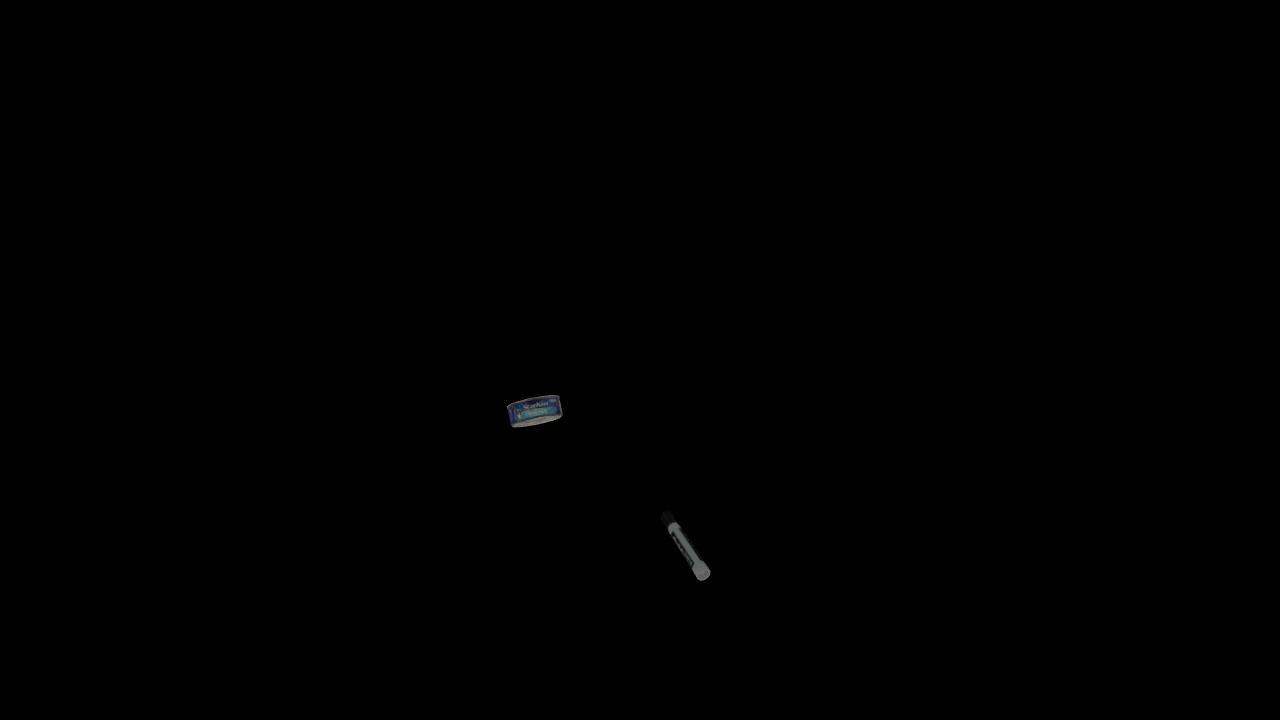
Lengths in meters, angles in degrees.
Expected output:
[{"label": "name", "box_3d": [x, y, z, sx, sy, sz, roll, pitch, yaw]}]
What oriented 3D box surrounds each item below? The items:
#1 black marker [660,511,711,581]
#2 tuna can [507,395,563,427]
[{"label": "black marker", "box_3d": [0.056, 0.238, 0.802, 0.020, 0.020, 0.121, 0, 24, -24]}, {"label": "tuna can", "box_3d": [-0.165, 0.081, 0.970, 0.084, 0.034, 0.084, -12, -10, -2]}]
